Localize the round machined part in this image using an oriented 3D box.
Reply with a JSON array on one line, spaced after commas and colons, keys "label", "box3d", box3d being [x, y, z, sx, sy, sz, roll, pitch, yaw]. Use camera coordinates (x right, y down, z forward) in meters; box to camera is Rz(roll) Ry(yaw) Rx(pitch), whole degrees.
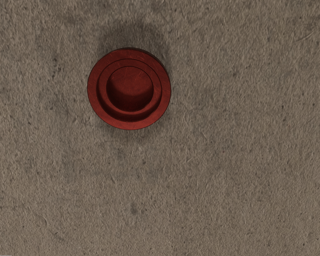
[{"label": "round machined part", "box3d": [-0.036, -0.050, 0.382, 0.099, 0.042, 0.097, 0, 110, -1]}]
